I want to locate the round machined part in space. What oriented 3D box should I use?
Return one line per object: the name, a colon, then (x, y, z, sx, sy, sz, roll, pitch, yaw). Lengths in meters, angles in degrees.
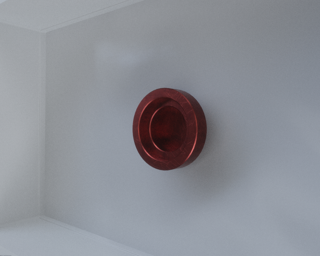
round machined part: (0.016, 0.001, 0.381, 0.098, 0.042, 0.097, 0, 90, 39)
